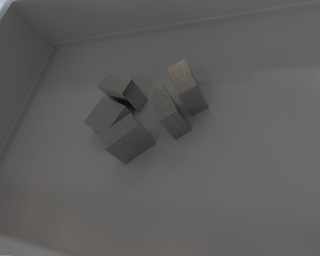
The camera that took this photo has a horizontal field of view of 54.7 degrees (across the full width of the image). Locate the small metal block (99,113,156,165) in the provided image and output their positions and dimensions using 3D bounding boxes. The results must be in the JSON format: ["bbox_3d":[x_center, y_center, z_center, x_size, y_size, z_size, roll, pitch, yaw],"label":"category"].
[{"bbox_3d":[-0.041,0.015,0.402,0.050,0.050,0.025,-36,51,5],"label":"small metal block"}]

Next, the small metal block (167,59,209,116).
[{"bbox_3d":[0.037,-0.052,0.402,0.025,0.050,0.050,-26,53,12],"label":"small metal block"}]

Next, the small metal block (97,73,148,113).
[{"bbox_3d":[-0.053,-0.051,0.449,0.050,0.050,0.025,20,73,35],"label":"small metal block"}]

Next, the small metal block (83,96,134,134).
[{"bbox_3d":[-0.075,-0.014,0.454,0.050,0.025,0.050,26,76,37],"label":"small metal block"}]

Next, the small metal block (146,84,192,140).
[{"bbox_3d":[0.012,-0.020,0.396,0.025,0.050,0.050,-31,52,9],"label":"small metal block"}]
